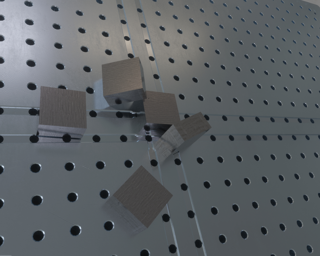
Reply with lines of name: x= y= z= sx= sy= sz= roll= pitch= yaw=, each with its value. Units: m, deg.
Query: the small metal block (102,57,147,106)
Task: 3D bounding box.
small metal block: x=-0.047 y=-0.061 z=0.404 sx=0.050 sy=0.025 sz=0.050 roll=-11 pitch=62 yaw=5

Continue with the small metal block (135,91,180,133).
small metal block: x=-0.003 y=-0.021 z=0.419 sx=0.050 sy=0.025 sz=0.050 roll=4 pitch=60 yaw=-26

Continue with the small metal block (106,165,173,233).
small metal block: x=-0.022 y=0.079 z=0.347 sx=0.050 sy=0.025 sz=0.050 roll=44 pitch=51 yaw=2

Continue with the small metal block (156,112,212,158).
small metal block: x=0.030 y=0.009 z=0.402 sx=0.050 sy=0.050 sz=0.025 roll=-24 pitch=75 yaw=-36

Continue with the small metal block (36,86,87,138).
small metal block: x=-0.113 y=-0.018 z=0.358 sx=0.050 sy=0.025 sz=0.050 roll=5 pitch=59 yaw=-25
